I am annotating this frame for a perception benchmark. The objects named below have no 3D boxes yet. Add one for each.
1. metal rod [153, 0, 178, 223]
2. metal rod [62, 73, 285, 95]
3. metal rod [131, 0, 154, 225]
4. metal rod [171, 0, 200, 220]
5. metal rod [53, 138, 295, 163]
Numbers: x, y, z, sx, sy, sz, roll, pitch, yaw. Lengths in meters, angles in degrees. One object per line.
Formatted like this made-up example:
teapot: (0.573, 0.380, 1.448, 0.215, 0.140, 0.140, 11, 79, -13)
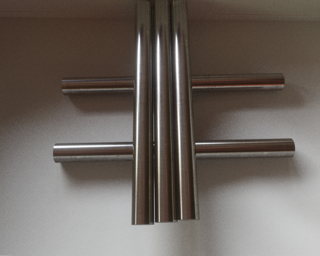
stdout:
metal rod: (0.005, -0.036, 0.394, 0.025, 0.025, 0.299, -1, 70, 0)
metal rod: (0.019, -0.061, 0.431, 0.302, 0.025, 0.025, -1, 70, -1)
metal rod: (-0.021, -0.034, 0.393, 0.025, 0.025, 0.299, -1, 70, 0)
metal rod: (0.029, -0.038, 0.395, 0.025, 0.025, 0.299, -1, 70, 0)
metal rod: (0.018, 0.029, 0.398, 0.302, 0.025, 0.025, -1, 70, -1)
